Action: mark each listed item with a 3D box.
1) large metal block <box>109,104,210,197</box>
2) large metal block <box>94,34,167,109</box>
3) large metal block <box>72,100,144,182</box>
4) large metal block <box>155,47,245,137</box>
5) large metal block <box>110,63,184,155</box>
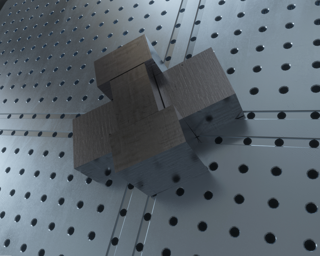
[{"bbox_3d":[0.001,0.029,0.355,0.080,0.080,0.050,-25,53,12],"label":"large metal block"},{"bbox_3d":[-0.033,-0.070,0.433,0.080,0.080,0.050,-25,52,13],"label":"large metal block"},{"bbox_3d":[-0.069,0.016,0.421,0.080,0.050,0.080,-24,53,14],"label":"large metal block"},{"bbox_3d":[0.049,-0.042,0.392,0.080,0.050,0.080,-26,55,12],"label":"large metal block"},{"bbox_3d":[-0.016,-0.020,0.394,0.050,0.080,0.080,-26,53,13],"label":"large metal block"}]
